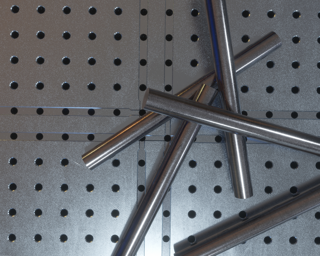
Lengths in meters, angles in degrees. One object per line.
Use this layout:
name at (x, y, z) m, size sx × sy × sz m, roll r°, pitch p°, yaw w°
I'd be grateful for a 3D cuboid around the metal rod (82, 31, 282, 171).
metal rod at (0.029, -0.036, 0.413) m, size 0.301 × 0.025 × 0.025 m, roll -33°, pitch 90°, yaw -1°

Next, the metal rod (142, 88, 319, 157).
metal rod at (0.126, 0.004, 0.380) m, size 0.302 × 0.025 × 0.025 m, roll 14°, pitch 90°, yaw -14°

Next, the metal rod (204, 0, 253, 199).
metal rod at (0.085, -0.055, 0.390) m, size 0.025 × 0.025 × 0.298 m, roll -11°, pitch 100°, yaw 0°

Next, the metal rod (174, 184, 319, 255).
metal rod at (0.160, 0.116, 0.415) m, size 0.301 × 0.025 × 0.025 m, roll -25°, pitch 90°, yaw -1°

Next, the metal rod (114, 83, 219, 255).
metal rod at (-0.004, 0.083, 0.401) m, size 0.025 × 0.025 × 0.299 m, roll 26°, pitch 95°, yaw -1°
